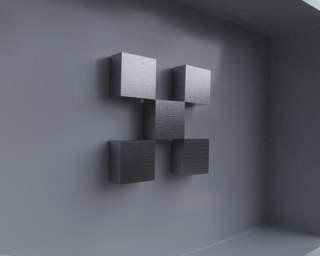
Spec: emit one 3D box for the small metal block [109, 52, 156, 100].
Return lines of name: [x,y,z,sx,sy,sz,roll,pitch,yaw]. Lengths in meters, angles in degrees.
small metal block: [-0.033,-0.061,0.376,0.050,0.025,0.050,2,89,-40]

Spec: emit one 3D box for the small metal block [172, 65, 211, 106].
small metal block: [0.045,-0.059,0.441,0.050,0.025,0.050,3,88,-40]

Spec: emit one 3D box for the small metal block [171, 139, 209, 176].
small metal block: [0.043,0.040,0.440,0.050,0.025,0.050,2,89,-40]

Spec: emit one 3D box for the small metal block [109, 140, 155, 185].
small metal block: [-0.034,0.039,0.376,0.050,0.025,0.050,1,90,-40]

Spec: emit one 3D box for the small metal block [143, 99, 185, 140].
small metal block: [0.006,-0.010,0.408,0.050,0.025,0.050,1,90,-40]
